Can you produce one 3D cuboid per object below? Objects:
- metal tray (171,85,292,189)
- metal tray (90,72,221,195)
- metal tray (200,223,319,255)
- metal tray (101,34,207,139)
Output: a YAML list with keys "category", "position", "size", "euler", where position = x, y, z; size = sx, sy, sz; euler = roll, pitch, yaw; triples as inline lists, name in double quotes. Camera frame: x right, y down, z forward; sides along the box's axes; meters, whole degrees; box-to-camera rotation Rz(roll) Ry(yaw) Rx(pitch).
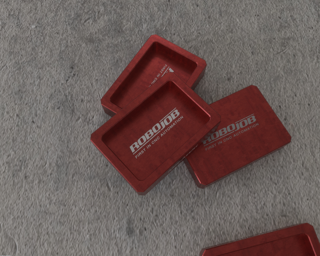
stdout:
- category: "metal tray"
  position: [0.088, 0.010, 0.402]
  size: [0.131, 0.030, 0.090]
  euler: [-25, 72, -9]
- category: "metal tray"
  position: [-0.004, 0.004, 0.371]
  size: [0.130, 0.030, 0.090]
  euler: [-41, 75, -14]
- category: "metal tray"
  position: [0.119, 0.166, 0.345]
  size: [0.131, 0.030, 0.090]
  euler: [-13, 71, -5]
- category: "metal tray"
  position: [-0.007, -0.057, 0.425]
  size: [0.090, 0.030, 0.130]
  euler: [31, 73, 10]
